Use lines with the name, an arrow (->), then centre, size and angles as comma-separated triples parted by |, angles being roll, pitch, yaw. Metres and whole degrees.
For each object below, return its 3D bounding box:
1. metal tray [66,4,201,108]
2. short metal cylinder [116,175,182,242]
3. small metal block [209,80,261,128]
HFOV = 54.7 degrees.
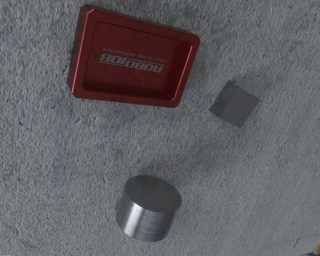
metal tray -> -0.028, -0.073, 0.342 | 0.131, 0.030, 0.089 | 4, 117, -30
short metal cylinder -> -0.016, 0.110, 0.430 | 0.081, 0.080, 0.050 | 5, 116, -31
small metal block -> 0.107, -0.033, 0.445 | 0.050, 0.025, 0.050 | 21, 107, -36
